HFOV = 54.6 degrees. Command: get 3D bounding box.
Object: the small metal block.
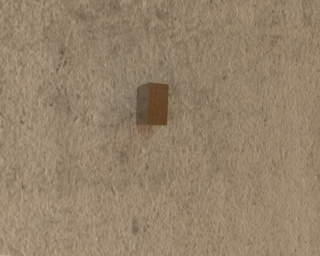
[{"bbox_3d":[-0.011,-0.028,0.391,0.025,0.050,0.050,2,89,-20],"label":"small metal block"}]
